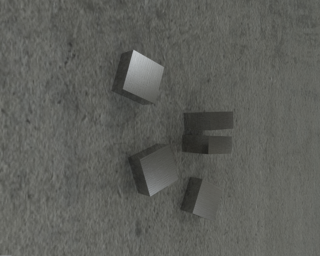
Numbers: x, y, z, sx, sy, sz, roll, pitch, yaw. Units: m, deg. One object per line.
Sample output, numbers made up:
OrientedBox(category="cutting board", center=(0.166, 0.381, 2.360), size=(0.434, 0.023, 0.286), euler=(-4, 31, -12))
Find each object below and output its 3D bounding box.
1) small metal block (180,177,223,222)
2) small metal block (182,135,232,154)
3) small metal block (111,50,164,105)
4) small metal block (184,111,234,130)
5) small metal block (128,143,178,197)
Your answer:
OrientedBox(category="small metal block", center=(0.063, 0.106, 0.460), size=(0.050, 0.025, 0.050), euler=(31, 71, -36))
OrientedBox(category="small metal block", center=(0.068, 0.023, 0.448), size=(0.050, 0.050, 0.025), euler=(3, 88, -40))
OrientedBox(category="small metal block", center=(-0.027, -0.061, 0.384), size=(0.050, 0.025, 0.050), euler=(22, 76, -38))
OrientedBox(category="small metal block", center=(0.071, -0.011, 0.450), size=(0.050, 0.050, 0.025), euler=(-3, 93, -40))
OrientedBox(category="small metal block", center=(-0.008, 0.053, 0.400), size=(0.050, 0.025, 0.050), euler=(-24, 106, -38))
